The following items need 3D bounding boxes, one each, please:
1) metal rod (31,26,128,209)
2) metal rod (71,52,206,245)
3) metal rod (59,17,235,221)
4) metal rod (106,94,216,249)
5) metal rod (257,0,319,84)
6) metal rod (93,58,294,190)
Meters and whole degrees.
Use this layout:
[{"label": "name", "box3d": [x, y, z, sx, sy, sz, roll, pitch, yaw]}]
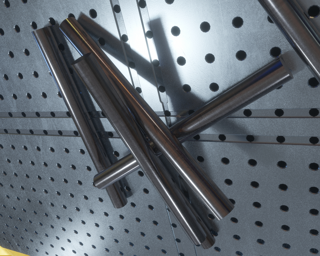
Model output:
[{"label": "metal rod", "box3d": [-0.113, -0.002, 0.470, 0.025, 0.025, 0.299, -6, 116, 31]}, {"label": "metal rod", "box3d": [-0.012, 0.044, 0.384, 0.025, 0.025, 0.299, -12, 122, 33]}, {"label": "metal rod", "box3d": [-0.022, -0.018, 0.370, 0.300, 0.025, 0.025, 50, 130, 9]}, {"label": "metal rod", "box3d": [-0.007, 0.057, 0.450, 0.025, 0.025, 0.299, -25, 105, 37]}, {"label": "metal rod", "box3d": [0.123, -0.097, 0.286, 0.300, 0.025, 0.025, 49, 129, -7]}, {"label": "metal rod", "box3d": [0.018, 0.010, 0.385, 0.299, 0.025, 0.025, -33, 100, 31]}]
